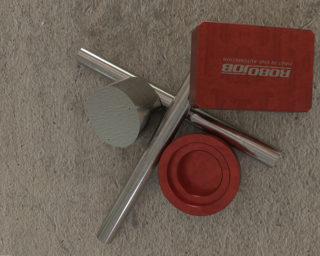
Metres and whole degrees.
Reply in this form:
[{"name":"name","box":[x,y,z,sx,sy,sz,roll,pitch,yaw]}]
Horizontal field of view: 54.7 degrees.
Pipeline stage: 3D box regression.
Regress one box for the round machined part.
[{"name":"round machined part","box":[0.051,0.055,0.383,0.098,0.042,0.097,0,90,20]}]

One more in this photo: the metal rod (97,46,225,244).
[{"name":"metal rod","box":[-0.007,0.030,0.394,0.025,0.025,0.298,35,108,16]}]

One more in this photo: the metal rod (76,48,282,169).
[{"name":"metal rod","box":[0.012,-0.034,0.407,0.300,0.025,0.025,30,100,17]}]

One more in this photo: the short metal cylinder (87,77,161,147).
[{"name":"short metal cylinder","box":[-0.046,-0.022,0.399,0.080,0.050,0.079,13,116,27]}]

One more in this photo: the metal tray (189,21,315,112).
[{"name":"metal tray","box":[0.101,-0.064,0.342,0.131,0.030,0.089,2,91,-8]}]
